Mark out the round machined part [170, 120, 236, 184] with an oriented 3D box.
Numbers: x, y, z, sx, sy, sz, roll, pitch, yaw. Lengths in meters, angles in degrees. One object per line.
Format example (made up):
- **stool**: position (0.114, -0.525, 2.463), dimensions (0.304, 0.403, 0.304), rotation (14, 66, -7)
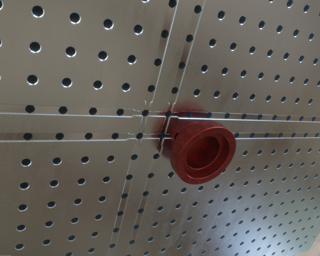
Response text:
- **round machined part**: position (0.058, 0.031, 0.454), dimensions (0.099, 0.042, 0.097), rotation (-14, 125, -21)
